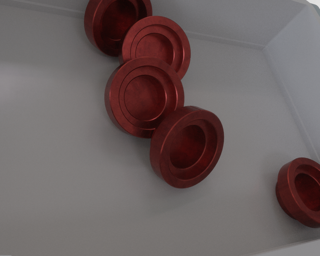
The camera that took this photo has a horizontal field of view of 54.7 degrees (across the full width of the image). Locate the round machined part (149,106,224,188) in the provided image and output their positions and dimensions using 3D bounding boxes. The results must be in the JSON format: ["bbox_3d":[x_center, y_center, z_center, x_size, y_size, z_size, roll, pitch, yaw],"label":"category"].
[{"bbox_3d":[0.028,0.020,0.375,0.099,0.097,0.042,-13,25,-33],"label":"round machined part"}]

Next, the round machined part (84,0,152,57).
[{"bbox_3d":[-0.061,-0.151,0.425,0.099,0.097,0.042,-23,48,-36],"label":"round machined part"}]

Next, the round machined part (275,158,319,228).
[{"bbox_3d":[0.209,0.096,0.448,0.099,0.042,0.098,14,56,-21],"label":"round machined part"}]

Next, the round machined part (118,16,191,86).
[{"bbox_3d":[-0.010,-0.102,0.431,0.099,0.042,0.097,-5,102,-22],"label":"round machined part"}]

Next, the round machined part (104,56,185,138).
[{"bbox_3d":[-0.022,-0.037,0.387,0.099,0.042,0.097,-2,94,-27],"label":"round machined part"}]
